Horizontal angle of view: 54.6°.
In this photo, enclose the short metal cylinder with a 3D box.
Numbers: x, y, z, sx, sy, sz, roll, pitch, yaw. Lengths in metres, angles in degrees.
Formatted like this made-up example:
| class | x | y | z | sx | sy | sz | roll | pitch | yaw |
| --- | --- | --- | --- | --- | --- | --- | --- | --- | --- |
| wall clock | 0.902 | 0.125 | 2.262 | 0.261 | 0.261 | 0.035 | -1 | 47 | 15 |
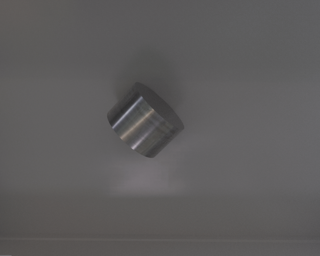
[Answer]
| class | x | y | z | sx | sy | sz | roll | pitch | yaw |
| --- | --- | --- | --- | --- | --- | --- | --- | --- | --- |
| short metal cylinder | -0.017 | -0.010 | 0.378 | 0.080 | 0.080 | 0.050 | 41 | 105 | -14 |
